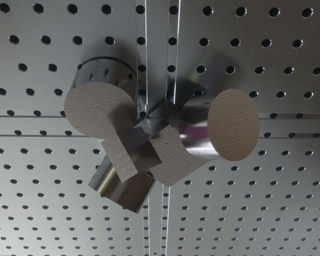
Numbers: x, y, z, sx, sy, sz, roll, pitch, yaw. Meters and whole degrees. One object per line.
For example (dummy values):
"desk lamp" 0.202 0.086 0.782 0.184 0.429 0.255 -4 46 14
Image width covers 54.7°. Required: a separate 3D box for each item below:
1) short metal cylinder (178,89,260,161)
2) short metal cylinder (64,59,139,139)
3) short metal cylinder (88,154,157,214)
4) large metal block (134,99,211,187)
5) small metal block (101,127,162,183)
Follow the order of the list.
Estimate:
"short metal cylinder" 0.069 -0.003 0.360 0.080 0.080 0.050 36 160 -26
"short metal cylinder" -0.065 -0.033 0.362 0.081 0.050 0.079 0 130 0
"short metal cylinder" -0.051 0.076 0.427 0.080 0.050 0.080 29 168 7
"large metal block" 0.011 0.023 0.407 0.080 0.050 0.080 37 121 -27
"small metal block" -0.031 0.028 0.349 0.025 0.050 0.050 -36 78 28
